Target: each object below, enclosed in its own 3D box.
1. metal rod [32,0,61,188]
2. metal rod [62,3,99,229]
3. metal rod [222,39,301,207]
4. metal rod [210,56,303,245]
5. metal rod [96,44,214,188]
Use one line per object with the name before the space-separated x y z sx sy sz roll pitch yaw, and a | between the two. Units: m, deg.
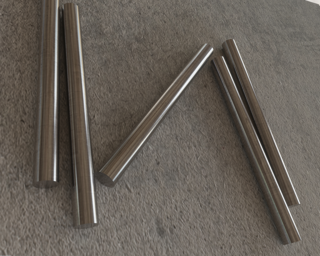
metal rod | -0.135 -0.075 0.376 0.025 0.025 0.299 5 59 -26
metal rod | -0.099 -0.035 0.371 0.025 0.025 0.299 3 60 -27
metal rod | 0.155 -0.021 0.499 0.025 0.025 0.299 1 61 -28
metal rod | 0.135 0.018 0.465 0.025 0.025 0.299 -2 63 -29
metal rod | 0.009 -0.038 0.431 0.025 0.025 0.301 39 51 -3
